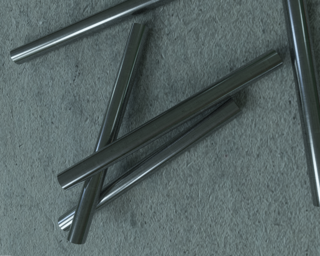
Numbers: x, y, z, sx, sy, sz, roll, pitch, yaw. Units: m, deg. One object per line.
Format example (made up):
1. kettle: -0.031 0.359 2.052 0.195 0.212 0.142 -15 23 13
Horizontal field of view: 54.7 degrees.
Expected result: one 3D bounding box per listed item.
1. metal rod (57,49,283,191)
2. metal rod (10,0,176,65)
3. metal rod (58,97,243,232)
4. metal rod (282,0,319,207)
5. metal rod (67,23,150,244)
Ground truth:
1. metal rod: 0.007 -0.007 0.377 0.301 0.025 0.025 -30 80 6
2. metal rod: -0.088 -0.150 0.438 0.301 0.025 0.025 -16 85 18
3. metal rod: -0.024 0.056 0.416 0.300 0.025 0.025 -36 79 16
4. metal rod: 0.164 -0.063 0.351 0.025 0.025 0.298 -8 87 19
5. metal rod: -0.068 0.007 0.415 0.025 0.025 0.298 16 89 19
